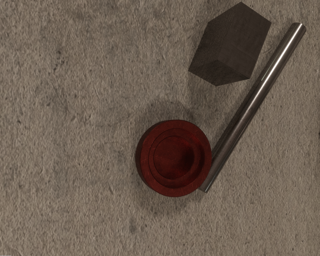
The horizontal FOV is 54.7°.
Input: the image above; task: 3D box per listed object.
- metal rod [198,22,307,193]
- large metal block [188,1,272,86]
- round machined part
[{"bbox_3d":[0.137,-0.037,0.461,0.025,0.025,0.300,38,78,-17],"label":"metal rod"},{"bbox_3d":[0.090,-0.107,0.414,0.050,0.080,0.080,26,82,-19],"label":"large metal block"},{"bbox_3d":[0.015,0.038,0.407,0.099,0.042,0.097,0,90,-21],"label":"round machined part"}]
